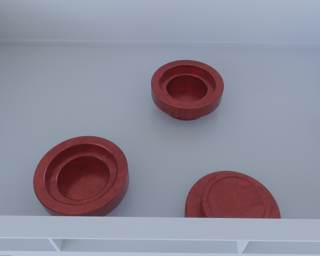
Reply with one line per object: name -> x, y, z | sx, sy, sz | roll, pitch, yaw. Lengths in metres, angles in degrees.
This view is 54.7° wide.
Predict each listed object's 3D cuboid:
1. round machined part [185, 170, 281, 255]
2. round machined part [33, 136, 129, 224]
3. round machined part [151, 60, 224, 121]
round machined part -> 0.076, 0.086, 0.322 | 0.099, 0.042, 0.098 | 0, 50, 0
round machined part -> -0.083, 0.059, 0.343 | 0.099, 0.042, 0.098 | 0, 50, 0
round machined part -> 0.037, -0.049, 0.435 | 0.099, 0.042, 0.098 | 0, 50, 0
